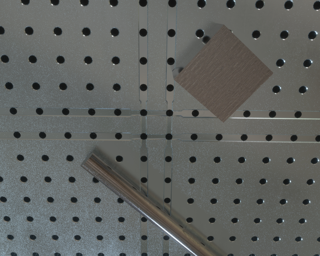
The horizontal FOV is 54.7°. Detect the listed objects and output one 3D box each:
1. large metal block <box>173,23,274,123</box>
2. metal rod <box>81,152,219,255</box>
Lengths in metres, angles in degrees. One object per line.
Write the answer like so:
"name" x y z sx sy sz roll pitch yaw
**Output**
"large metal block" 0.072 -0.067 0.376 0.080 0.050 0.080 39 105 -13
"metal rod" 0.006 0.141 0.465 0.300 0.025 0.025 42 105 -14
